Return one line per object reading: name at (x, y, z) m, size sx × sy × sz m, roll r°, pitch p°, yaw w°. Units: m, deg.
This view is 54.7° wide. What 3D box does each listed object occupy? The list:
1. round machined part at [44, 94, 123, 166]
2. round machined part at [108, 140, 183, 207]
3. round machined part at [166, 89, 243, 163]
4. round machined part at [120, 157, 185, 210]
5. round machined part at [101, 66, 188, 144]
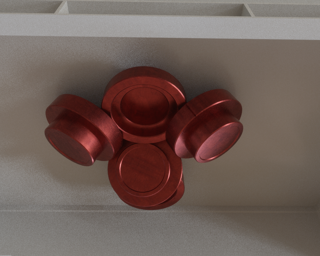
round machined part at (-0.098, 0.009, 0.374) m, size 0.098 × 0.042 × 0.097 m, roll 22°, pitch 146°, yaw 16°
round machined part at (-0.020, 0.053, 0.403) m, size 0.099 × 0.097 × 0.042 m, roll -5°, pitch 174°, yaw 4°
round machined part at (0.059, 0.004, 0.370) m, size 0.099 × 0.042 × 0.097 m, roll -25°, pitch 146°, yaw -18°
round machined part at (-0.014, 0.076, 0.459) m, size 0.099 × 0.042 × 0.097 m, roll 0°, pitch 130°, yaw 0°
round machined part at (-0.018, -0.031, 0.368) m, size 0.099 × 0.042 × 0.097 m, roll 0°, pitch 130°, yaw 0°
